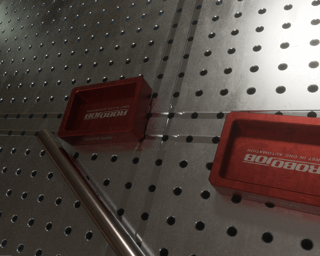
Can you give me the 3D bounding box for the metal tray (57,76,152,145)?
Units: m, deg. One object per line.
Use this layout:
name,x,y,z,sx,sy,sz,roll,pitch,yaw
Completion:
metal tray,-0.082,-0.024,0.460,0.130,0.030,0.090,-5,59,25

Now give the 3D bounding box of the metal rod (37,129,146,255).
metal rod,-0.094,0.087,0.401,0.025,0.025,0.300,-47,52,-5

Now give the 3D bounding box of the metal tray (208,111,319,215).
metal tray,0.125,0.032,0.318,0.130,0.030,0.090,7,65,30
